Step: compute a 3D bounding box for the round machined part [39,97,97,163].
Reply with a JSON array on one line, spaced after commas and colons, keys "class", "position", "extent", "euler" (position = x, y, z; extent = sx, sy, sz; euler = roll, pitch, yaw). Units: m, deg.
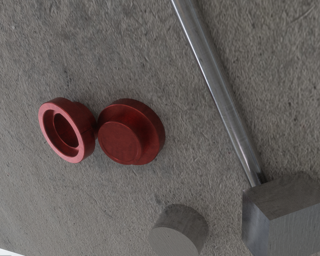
[{"class": "round machined part", "position": [-0.129, 0.000, 0.456], "extent": [0.098, 0.042, 0.097], "euler": [21, 128, 30]}]

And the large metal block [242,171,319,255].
[{"class": "large metal block", "position": [0.143, 0.106, 0.354], "extent": [0.081, 0.050, 0.079], "euler": [-14, 119, -13]}]

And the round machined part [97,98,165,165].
[{"class": "round machined part", "position": [-0.046, 0.012, 0.427], "extent": [0.098, 0.042, 0.097], "euler": [13, 124, 20]}]

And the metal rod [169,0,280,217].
[{"class": "metal rod", "position": [0.078, -0.021, 0.352], "extent": [0.025, 0.025, 0.299], "euler": [-15, 111, 34]}]

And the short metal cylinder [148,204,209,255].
[{"class": "short metal cylinder", "position": [0.029, 0.165, 0.477], "extent": [0.080, 0.050, 0.079], "euler": [13, 124, 21]}]
